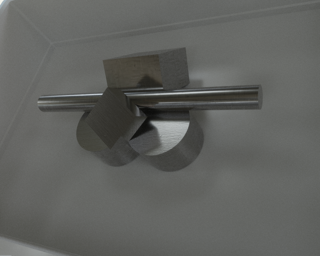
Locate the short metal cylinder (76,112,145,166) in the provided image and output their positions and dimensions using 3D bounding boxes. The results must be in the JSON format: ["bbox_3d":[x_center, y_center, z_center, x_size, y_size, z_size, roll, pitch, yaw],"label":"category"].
[{"bbox_3d":[-0.064,0.005,0.417,0.080,0.050,0.080,-13,56,20],"label":"short metal cylinder"}]

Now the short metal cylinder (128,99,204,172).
[{"bbox_3d":[0.007,0.007,0.379,0.080,0.050,0.080,-13,56,20],"label":"short metal cylinder"}]

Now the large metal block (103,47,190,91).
[{"bbox_3d":[-0.015,-0.074,0.414,0.080,0.050,0.080,1,19,28],"label":"large metal block"}]

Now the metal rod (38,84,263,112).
[{"bbox_3d":[-0.033,-0.033,0.376,0.300,0.025,0.025,1,62,28],"label":"metal rod"}]

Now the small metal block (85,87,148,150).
[{"bbox_3d":[-0.051,-0.011,0.358,0.050,0.025,0.050,45,109,20],"label":"small metal block"}]
